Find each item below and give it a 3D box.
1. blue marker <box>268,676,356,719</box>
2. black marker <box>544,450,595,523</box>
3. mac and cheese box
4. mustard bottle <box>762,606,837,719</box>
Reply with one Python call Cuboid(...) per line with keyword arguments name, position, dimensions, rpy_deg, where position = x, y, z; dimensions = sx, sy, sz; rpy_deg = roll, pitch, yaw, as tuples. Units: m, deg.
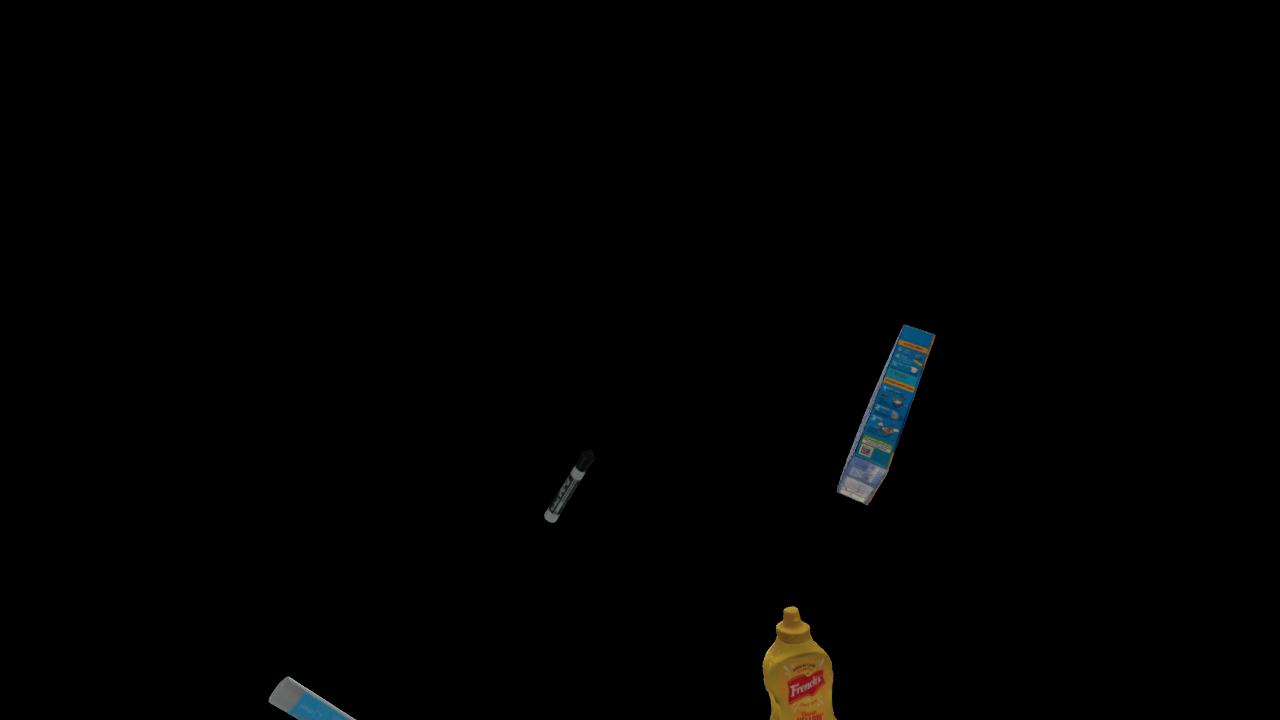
Cuboid(name="blue marker", position=(-0.219, 0.276, 0.459), dimensions=(0.121, 0.020, 0.020), rpy_deg=(46, -17, -18))
Cuboid(name="black marker", position=(-0.092, 0.165, 0.807), dimensions=(0.020, 0.121, 0.020), rpy_deg=(26, 22, -12))
Cuboid(name="mac and cheese box", position=(0.268, 0.058, 0.671), dimensions=(0.041, 0.184, 0.093), rpy_deg=(22, -31, 21))
Cuboid(name="mustard bottle", position=(0.200, 0.406, 0.779), dimensions=(0.092, 0.184, 0.054), rpy_deg=(-5, -2, -6))
